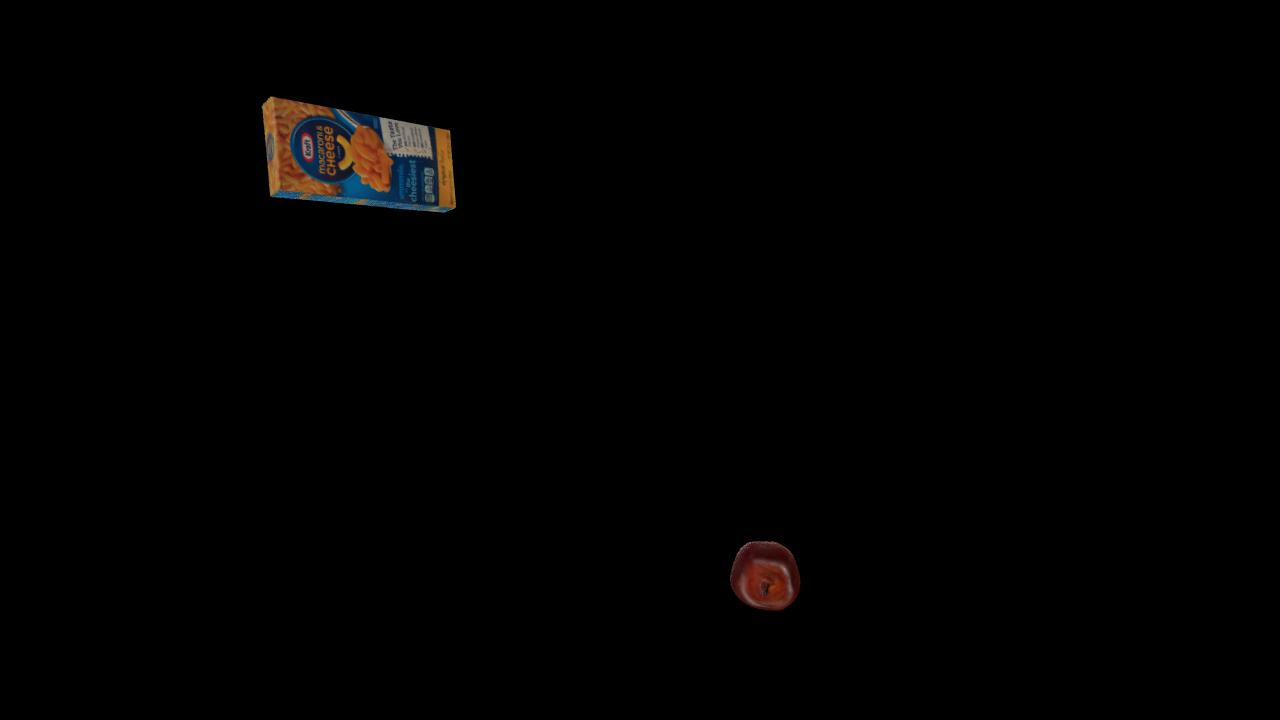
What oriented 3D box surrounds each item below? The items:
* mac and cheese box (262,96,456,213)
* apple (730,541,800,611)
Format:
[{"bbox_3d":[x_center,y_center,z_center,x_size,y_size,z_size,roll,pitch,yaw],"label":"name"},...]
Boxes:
[{"bbox_3d":[-0.294,-0.215,0.663,0.184,0.093,0.041,-6,6,-42],"label":"mac and cheese box"},{"bbox_3d":[0.142,0.245,0.701,0.079,0.079,0.093,0,2,10],"label":"apple"}]
